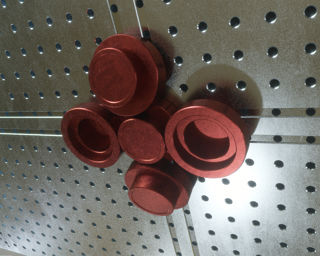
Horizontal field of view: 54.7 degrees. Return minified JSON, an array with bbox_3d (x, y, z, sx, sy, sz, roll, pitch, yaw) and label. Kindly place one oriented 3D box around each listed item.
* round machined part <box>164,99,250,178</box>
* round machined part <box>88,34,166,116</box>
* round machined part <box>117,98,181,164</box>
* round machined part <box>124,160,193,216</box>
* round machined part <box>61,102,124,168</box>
[{"bbox_3d":[0.059,0.009,0.374,0.098,0.042,0.097,13,124,20],"label":"round machined part"},{"bbox_3d":[-0.046,-0.062,0.370,0.098,0.042,0.097,8,108,27],"label":"round machined part"},{"bbox_3d":[-0.016,0.009,0.411,0.098,0.042,0.097,13,124,20],"label":"round machined part"},{"bbox_3d":[-0.006,0.089,0.442,0.098,0.042,0.097,15,139,14],"label":"round machined part"},{"bbox_3d":[-0.090,0.006,0.449,0.098,0.042,0.097,13,124,20],"label":"round machined part"}]
